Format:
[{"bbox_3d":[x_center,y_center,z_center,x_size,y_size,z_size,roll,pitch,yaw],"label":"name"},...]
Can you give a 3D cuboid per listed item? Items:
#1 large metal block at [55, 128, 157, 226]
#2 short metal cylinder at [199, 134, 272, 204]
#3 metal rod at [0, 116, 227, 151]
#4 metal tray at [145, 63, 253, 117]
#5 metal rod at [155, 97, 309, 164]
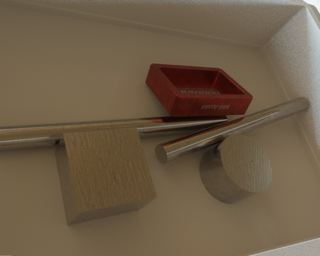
[{"bbox_3d":[-0.060,0.049,0.328,0.081,0.050,0.080,-4,64,-30],"label":"large metal block"},{"bbox_3d":[0.100,0.055,0.412,0.081,0.050,0.080,14,56,-21],"label":"short metal cylinder"},{"bbox_3d":[-0.037,0.001,0.386,0.303,0.025,0.025,-5,64,-31],"label":"metal rod"},{"bbox_3d":[0.056,-0.055,0.446,0.131,0.030,0.090,-3,39,-30],"label":"metal tray"},{"bbox_3d":[0.124,-0.005,0.457,0.303,0.025,0.025,-17,71,-32],"label":"metal rod"}]
